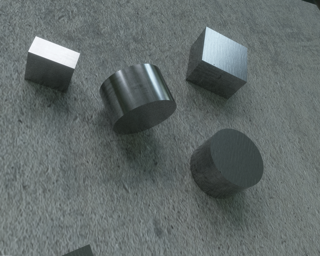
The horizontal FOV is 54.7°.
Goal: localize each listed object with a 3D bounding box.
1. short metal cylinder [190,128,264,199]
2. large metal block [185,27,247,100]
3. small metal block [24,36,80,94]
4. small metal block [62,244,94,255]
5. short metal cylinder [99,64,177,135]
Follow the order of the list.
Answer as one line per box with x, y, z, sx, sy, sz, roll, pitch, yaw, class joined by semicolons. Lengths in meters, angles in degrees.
0.087;0.047;0.408;0.081;0.050;0.080;14;56;-21;short metal cylinder
0.093;-0.105;0.504;0.080;0.050;0.080;22;53;-15;large metal block
-0.127;-0.072;0.364;0.050;0.050;0.025;19;54;-18;small metal block
-0.081;0.140;0.276;0.050;0.025;0.050;-13;69;-34;small metal block
-0.027;-0.033;0.376;0.081;0.080;0.050;-11;68;-33;short metal cylinder
